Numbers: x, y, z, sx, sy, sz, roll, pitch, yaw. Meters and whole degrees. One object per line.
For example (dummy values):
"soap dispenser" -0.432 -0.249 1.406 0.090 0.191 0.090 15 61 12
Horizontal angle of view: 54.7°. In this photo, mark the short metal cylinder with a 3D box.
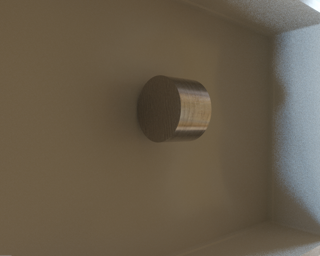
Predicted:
"short metal cylinder" 0.016 -0.023 0.383 0.050 0.080 0.079 0 90 -40
